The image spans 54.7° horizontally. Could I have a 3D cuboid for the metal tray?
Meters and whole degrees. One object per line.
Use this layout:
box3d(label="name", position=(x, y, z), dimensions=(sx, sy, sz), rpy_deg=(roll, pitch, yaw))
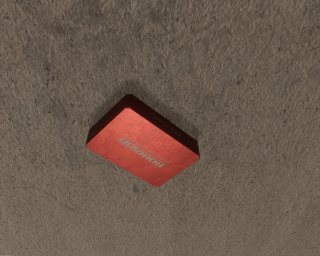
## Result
box3d(label="metal tray", position=(-0.021, 0.022, 0.423), dimensions=(0.130, 0.030, 0.090), rpy_deg=(35, 122, -27))
